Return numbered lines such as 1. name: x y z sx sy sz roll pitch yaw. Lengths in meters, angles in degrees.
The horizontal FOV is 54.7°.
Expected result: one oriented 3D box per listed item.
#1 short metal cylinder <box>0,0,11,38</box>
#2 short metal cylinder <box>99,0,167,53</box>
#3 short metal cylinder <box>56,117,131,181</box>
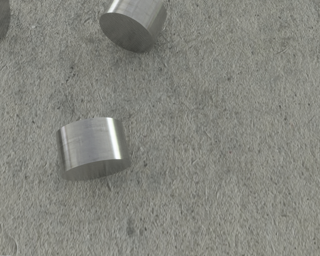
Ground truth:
1. short metal cylinder: -0.258 -0.170 0.439 0.050 0.080 0.080 6 70 2
2. short metal cylinder: -0.037 -0.151 0.434 0.080 0.080 0.050 20 72 7
3. short metal cylinder: -0.079 0.027 0.368 0.081 0.080 0.050 -13 71 -5
